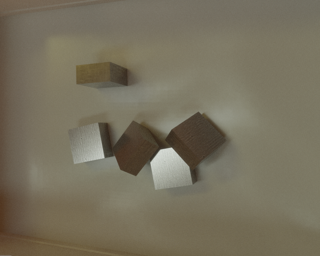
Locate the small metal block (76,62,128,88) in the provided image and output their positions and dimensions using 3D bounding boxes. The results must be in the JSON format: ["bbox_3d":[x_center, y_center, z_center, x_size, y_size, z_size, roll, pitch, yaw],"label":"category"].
[{"bbox_3d":[-0.078,-0.071,0.424,0.050,0.050,0.025,-2,90,19],"label":"small metal block"}]

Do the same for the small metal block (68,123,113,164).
[{"bbox_3d":[-0.099,0.022,0.444,0.050,0.025,0.050,-12,86,19],"label":"small metal block"}]

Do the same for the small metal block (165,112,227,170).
[{"bbox_3d":[0.044,0.015,0.379,0.050,0.050,0.025,48,145,13],"label":"small metal block"}]

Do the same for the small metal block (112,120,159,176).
[{"bbox_3d":[-0.033,0.026,0.407,0.050,0.025,0.050,-53,33,12],"label":"small metal block"}]

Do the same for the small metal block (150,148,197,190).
[{"bbox_3d":[0.017,0.050,0.404,0.050,0.025,0.050,-12,86,19],"label":"small metal block"}]
